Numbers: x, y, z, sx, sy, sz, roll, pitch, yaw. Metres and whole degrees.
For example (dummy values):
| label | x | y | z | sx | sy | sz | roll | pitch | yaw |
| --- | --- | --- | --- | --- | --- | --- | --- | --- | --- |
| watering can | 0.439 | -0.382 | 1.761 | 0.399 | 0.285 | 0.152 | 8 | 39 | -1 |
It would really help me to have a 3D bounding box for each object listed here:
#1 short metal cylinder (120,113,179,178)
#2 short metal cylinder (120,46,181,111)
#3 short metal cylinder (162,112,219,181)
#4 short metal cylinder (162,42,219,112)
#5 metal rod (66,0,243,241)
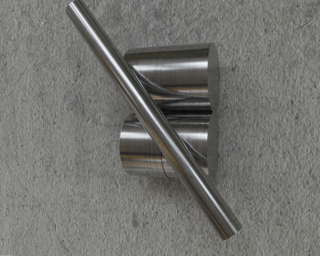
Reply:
| label | x | y | z | sx | sy | sz | roll | pitch | yaw |
| --- | --- | --- | --- | --- | --- | --- | --- | --- | --- |
| short metal cylinder | -0.009 | 0.021 | 0.384 | 0.050 | 0.080 | 0.079 | 1 | 90 | 20 |
| short metal cylinder | -0.008 | -0.060 | 0.384 | 0.050 | 0.080 | 0.079 | 1 | 90 | 20 |
| short metal cylinder | 0.039 | 0.021 | 0.367 | 0.050 | 0.080 | 0.079 | 1 | 90 | 20 |
| short metal cylinder | 0.039 | -0.059 | 0.367 | 0.050 | 0.080 | 0.079 | 1 | 90 | 20 |
| metal rod | -0.014 | -0.018 | 0.330 | 0.025 | 0.025 | 0.299 | -38 | 78 | 16 |
